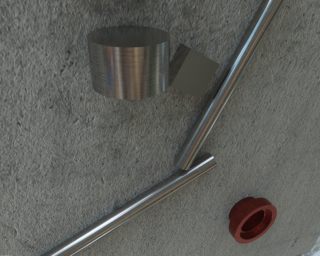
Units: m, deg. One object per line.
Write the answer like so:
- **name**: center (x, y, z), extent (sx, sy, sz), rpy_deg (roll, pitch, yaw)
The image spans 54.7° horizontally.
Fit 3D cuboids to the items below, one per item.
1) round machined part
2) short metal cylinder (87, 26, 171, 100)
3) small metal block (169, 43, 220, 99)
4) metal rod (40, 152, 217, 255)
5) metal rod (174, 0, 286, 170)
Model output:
- **round machined part**: center (0.174, 0.173, 0.601), extent (0.099, 0.042, 0.097), rpy_deg (-14, 125, -21)
- **short metal cylinder**: center (-0.030, -0.069, 0.313), extent (0.081, 0.080, 0.050), rpy_deg (-13, 124, -22)
- **small metal block**: center (0.038, -0.070, 0.386), extent (0.050, 0.025, 0.050), rpy_deg (17, 109, -35)
- **metal rod**: center (-0.046, 0.124, 0.459), extent (0.301, 0.025, 0.025), rpy_deg (-30, 129, -9)
- **metal rod**: center (0.097, -0.072, 0.417), extent (0.025, 0.025, 0.298), rpy_deg (15, 110, -35)
